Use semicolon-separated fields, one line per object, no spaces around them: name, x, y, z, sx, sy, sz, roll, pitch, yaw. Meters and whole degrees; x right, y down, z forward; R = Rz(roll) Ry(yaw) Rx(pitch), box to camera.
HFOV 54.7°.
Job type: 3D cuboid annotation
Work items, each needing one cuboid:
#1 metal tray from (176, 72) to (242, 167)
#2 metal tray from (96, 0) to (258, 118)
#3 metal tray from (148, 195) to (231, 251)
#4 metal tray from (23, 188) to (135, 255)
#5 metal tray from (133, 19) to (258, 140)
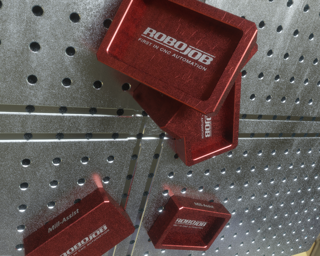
metal tray;0.066;-0.016;0.436;0.091;0.030;0.129;-19;126;-18
metal tray;0.014;-0.078;0.300;0.090;0.130;0.030;-63;165;4
metal tray;0.054;0.171;0.545;0.131;0.030;0.090;19;108;-36
metal tray;-0.112;0.154;0.444;0.130;0.030;0.090;-34;129;-6
metal tray;0.034;-0.062;0.350;0.030;0.090;0.130;34;99;-39
